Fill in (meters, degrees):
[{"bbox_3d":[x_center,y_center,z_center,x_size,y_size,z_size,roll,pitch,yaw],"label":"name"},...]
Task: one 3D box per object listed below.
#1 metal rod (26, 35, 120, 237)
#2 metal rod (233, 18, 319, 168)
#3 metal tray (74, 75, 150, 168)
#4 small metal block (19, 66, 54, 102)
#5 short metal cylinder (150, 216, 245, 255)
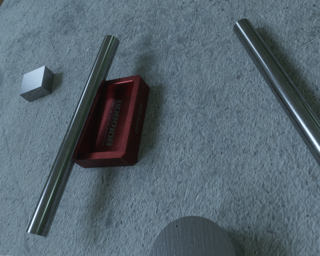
[{"bbox_3d":[-0.110,-0.006,0.426,0.025,0.025,0.300,0,62,28],"label":"metal rod"},{"bbox_3d":[0.148,-0.026,0.341,0.025,0.025,0.299,-26,53,12],"label":"metal rod"},{"bbox_3d":[-0.069,-0.010,0.443,0.090,0.030,0.130,-6,59,25],"label":"metal tray"},{"bbox_3d":[-0.227,-0.081,0.573,0.050,0.025,0.050,-17,55,18],"label":"small metal block"},{"bbox_3d":[0.037,0.129,0.290,0.080,0.050,0.080,-13,56,21],"label":"short metal cylinder"}]
